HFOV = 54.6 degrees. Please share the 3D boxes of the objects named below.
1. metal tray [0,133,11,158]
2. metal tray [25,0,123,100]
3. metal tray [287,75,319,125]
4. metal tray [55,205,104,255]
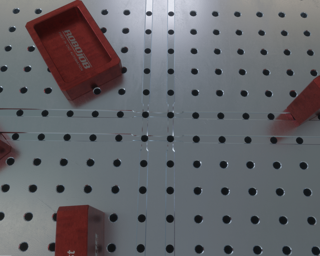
[{"bbox_3d":[-0.274,0.033,0.395,0.130,0.030,0.090,-41,75,-14],"label":"metal tray"},{"bbox_3d":[-0.124,-0.116,0.450,0.090,0.030,0.130,-30,73,-10],"label":"metal tray"},{"bbox_3d":[0.240,-0.059,0.400,0.131,0.090,0.030,-27,72,-10],"label":"metal tray"},{"bbox_3d":[-0.081,0.151,0.321,0.030,0.090,0.130,-3,70,-1],"label":"metal tray"}]
